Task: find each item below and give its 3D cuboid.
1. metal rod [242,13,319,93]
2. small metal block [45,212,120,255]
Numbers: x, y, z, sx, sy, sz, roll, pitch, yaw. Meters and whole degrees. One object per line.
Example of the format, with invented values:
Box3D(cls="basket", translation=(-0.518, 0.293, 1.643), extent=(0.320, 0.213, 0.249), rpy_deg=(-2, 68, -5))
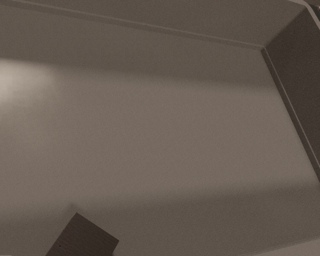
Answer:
Box3D(cls="metal rod", translation=(0.291, -0.130, 0.647), extent=(0.300, 0.025, 0.025), rpy_deg=(42, 51, 0))
Box3D(cls="small metal block", translation=(-0.076, 0.118, 0.294), extent=(0.050, 0.025, 0.050), rpy_deg=(36, 51, -5))
